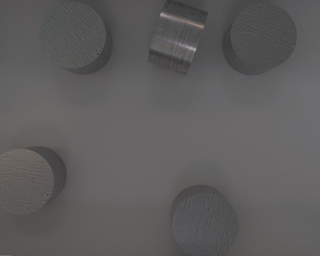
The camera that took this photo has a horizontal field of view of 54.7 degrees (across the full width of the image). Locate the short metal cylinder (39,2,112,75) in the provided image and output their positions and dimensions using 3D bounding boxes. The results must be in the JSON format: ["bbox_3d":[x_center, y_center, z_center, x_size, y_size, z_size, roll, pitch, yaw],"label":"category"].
[{"bbox_3d":[-0.105,-0.112,0.398,0.081,0.050,0.080,0,90,0],"label":"short metal cylinder"}]

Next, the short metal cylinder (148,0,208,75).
[{"bbox_3d":[0.022,-0.111,0.384,0.050,0.080,0.080,19,90,0],"label":"short metal cylinder"}]

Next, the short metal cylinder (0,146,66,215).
[{"bbox_3d":[-0.168,0.064,0.398,0.081,0.050,0.080,0,90,0],"label":"short metal cylinder"}]

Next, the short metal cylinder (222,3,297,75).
[{"bbox_3d":[0.126,-0.112,0.400,0.081,0.050,0.080,0,90,0],"label":"short metal cylinder"}]

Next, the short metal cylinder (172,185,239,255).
[{"bbox_3d":[0.055,0.118,0.399,0.081,0.050,0.080,0,90,0],"label":"short metal cylinder"}]
